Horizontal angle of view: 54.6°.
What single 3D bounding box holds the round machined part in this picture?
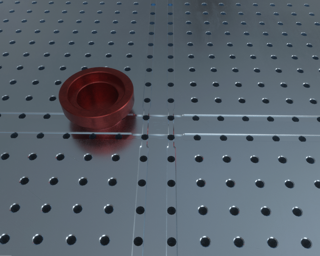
[{"bbox_3d":[-0.084,-0.037,0.427,0.099,0.042,0.098,0,50,0],"label":"round machined part"}]
